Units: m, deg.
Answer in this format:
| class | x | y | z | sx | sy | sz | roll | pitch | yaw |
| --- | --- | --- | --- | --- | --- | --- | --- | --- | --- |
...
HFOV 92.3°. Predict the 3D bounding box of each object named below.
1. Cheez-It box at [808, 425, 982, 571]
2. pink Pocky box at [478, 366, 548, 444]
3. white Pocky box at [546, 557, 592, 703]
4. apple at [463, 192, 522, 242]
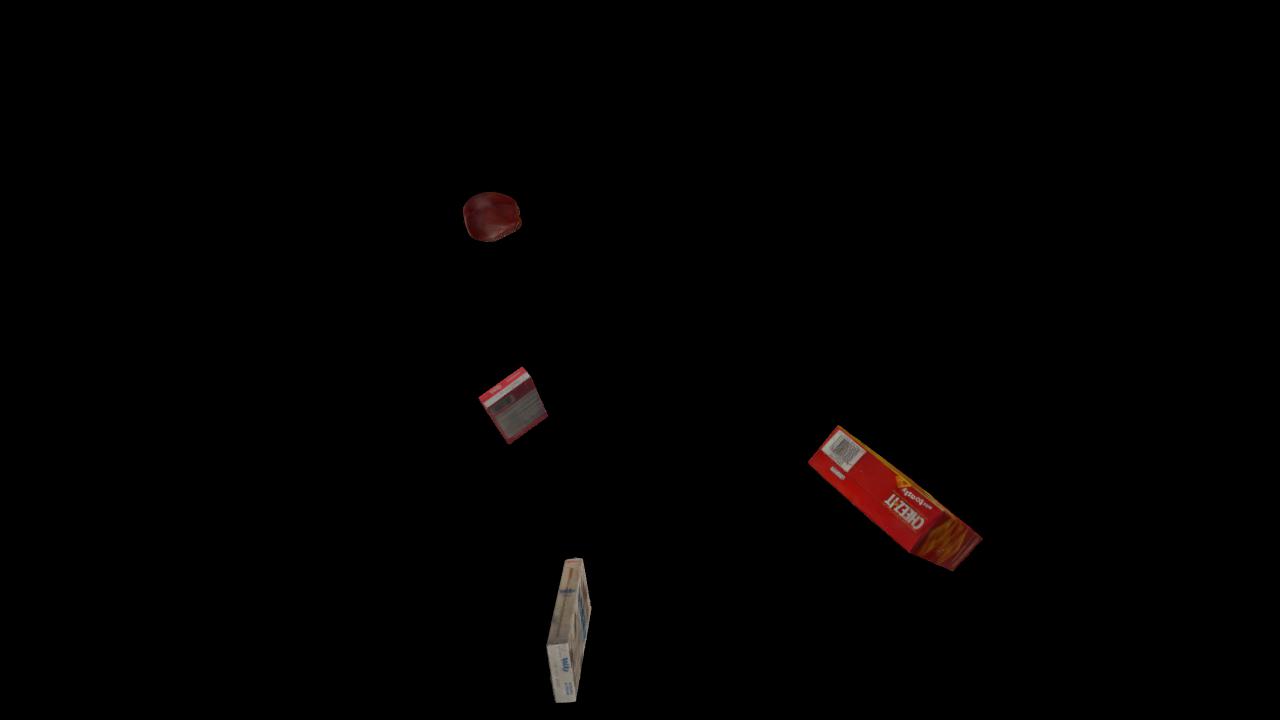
| class | x | y | z | sx | sy | sz | roll | pitch | yaw |
| --- | --- | --- | --- | --- | --- | --- | --- | --- | --- |
| Cheez-It box | 0.339 | 0.187 | 0.812 | 0.223 | 0.071 | 0.166 | 31 | 10 | -47 |
| pink Pocky box | -0.201 | 0.077 | 0.993 | 0.084 | 0.029 | 0.155 | -36 | -24 | -16 |
| white Pocky box | -0.084 | 0.321 | 0.744 | 0.028 | 0.084 | 0.154 | -5 | 17 | 3 |
| apple | -0.241 | -0.231 | 0.993 | 0.093 | 0.079 | 0.079 | -13 | 0 | 0 |
